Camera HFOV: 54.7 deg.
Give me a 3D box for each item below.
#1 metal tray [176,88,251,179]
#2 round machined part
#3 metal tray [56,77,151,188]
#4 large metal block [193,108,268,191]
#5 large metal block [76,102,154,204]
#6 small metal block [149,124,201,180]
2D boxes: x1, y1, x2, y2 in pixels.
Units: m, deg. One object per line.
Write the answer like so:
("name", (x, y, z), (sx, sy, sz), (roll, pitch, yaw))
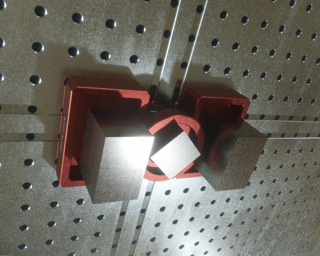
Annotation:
("metal tray", (0.068, 0.010, 0.450), (0.091, 0.030, 0.129), (0, 118, -28))
("round machined part", (0.005, 0.018, 0.402), (0.099, 0.042, 0.097), (-14, 124, -21))
("metal tray", (-0.071, 0.008, 0.373), (0.091, 0.030, 0.129), (1, 118, -29))
("large metal block", (0.087, 0.028, 0.422), (0.050, 0.080, 0.079), (1, 118, -29))
("large metal block", (-0.054, 0.025, 0.344), (0.050, 0.080, 0.079), (1, 118, -29))
("small metal block", (0.015, 0.028, 0.384), (0.050, 0.025, 0.050), (-39, 129, -2))
